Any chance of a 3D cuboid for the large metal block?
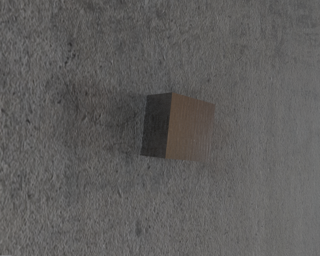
[{"bbox_3d":[0.025,0.002,0.413,0.081,0.050,0.080,10,84,-40],"label":"large metal block"}]
